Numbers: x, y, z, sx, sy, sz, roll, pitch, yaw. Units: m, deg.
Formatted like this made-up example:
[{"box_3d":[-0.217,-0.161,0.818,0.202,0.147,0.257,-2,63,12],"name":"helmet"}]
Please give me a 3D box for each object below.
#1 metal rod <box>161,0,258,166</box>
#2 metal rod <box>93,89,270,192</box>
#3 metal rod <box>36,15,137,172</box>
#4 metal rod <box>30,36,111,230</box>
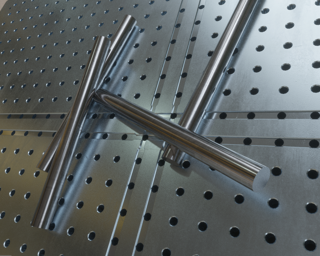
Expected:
[{"box_3d":[0.078,-0.087,0.420,0.025,0.025,0.300,15,69,34],"name":"metal rod"},{"box_3d":[-0.002,-0.002,0.382,0.300,0.025,0.025,28,77,46],"name":"metal rod"},{"box_3d":[-0.113,-0.065,0.508,0.025,0.025,0.300,12,68,33],"name":"metal rod"},{"box_3d":[-0.126,-0.005,0.460,0.025,0.025,0.299,3,69,29],"name":"metal rod"}]
